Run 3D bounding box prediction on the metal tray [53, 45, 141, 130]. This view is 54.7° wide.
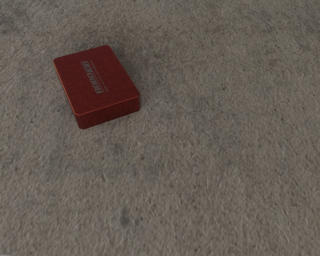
[{"bbox_3d":[-0.094,-0.065,0.453,0.091,0.030,0.130,-20,53,-17],"label":"metal tray"}]
